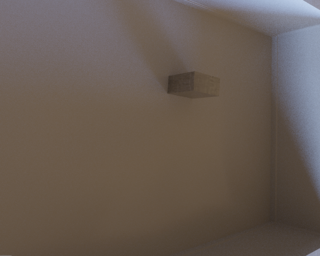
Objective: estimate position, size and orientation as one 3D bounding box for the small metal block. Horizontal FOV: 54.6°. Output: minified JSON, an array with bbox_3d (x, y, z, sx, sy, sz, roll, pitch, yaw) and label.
[{"bbox_3d":[0.047,-0.058,0.428,0.050,0.050,0.025,6,87,-40],"label":"small metal block"}]
